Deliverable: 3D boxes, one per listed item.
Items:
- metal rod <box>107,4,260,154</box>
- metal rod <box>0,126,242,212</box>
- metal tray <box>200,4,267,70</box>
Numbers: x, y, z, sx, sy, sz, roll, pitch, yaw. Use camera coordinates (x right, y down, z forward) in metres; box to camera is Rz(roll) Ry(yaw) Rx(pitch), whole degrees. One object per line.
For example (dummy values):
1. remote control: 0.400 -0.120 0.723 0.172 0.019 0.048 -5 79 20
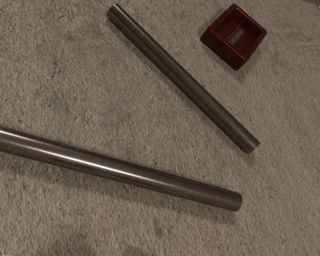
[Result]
1. metal rod: 0.034 -0.076 0.469 0.300 0.025 0.025 45 51 2
2. metal rod: -0.038 0.051 0.353 0.302 0.025 0.025 18 55 -18
3. metal tray: 0.143 -0.175 0.587 0.090 0.030 0.131 41 51 -1
